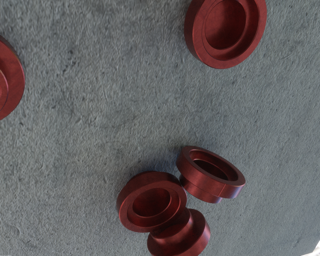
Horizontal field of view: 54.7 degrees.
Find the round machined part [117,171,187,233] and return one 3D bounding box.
[{"bbox_3d":[-0.014,0.100,0.445,0.099,0.042,0.097,-10,124,-15],"label":"round machined part"}]

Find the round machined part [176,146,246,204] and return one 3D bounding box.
[{"bbox_3d":[0.067,0.069,0.438,0.099,0.098,0.042,13,112,-34],"label":"round machined part"}]

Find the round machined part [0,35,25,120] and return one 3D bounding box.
[{"bbox_3d":[-0.173,-0.042,0.275,0.099,0.042,0.097,-14,124,-21],"label":"round machined part"}]

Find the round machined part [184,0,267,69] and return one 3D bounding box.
[{"bbox_3d":[0.071,-0.121,0.359,0.099,0.042,0.097,-14,124,-21],"label":"round machined part"}]

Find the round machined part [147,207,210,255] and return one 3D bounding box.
[{"bbox_3d":[0.023,0.157,0.473,0.098,0.098,0.042,-31,110,-9],"label":"round machined part"}]
